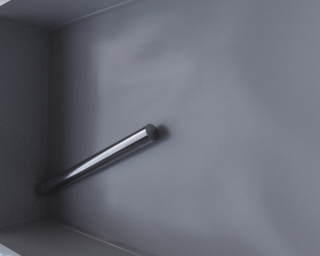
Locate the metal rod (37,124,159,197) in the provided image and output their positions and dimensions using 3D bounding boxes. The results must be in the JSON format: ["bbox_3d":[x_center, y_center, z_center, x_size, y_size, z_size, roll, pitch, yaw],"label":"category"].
[{"bbox_3d":[-0.117,0.062,0.504,0.299,0.025,0.025,-28,73,36],"label":"metal rod"}]
